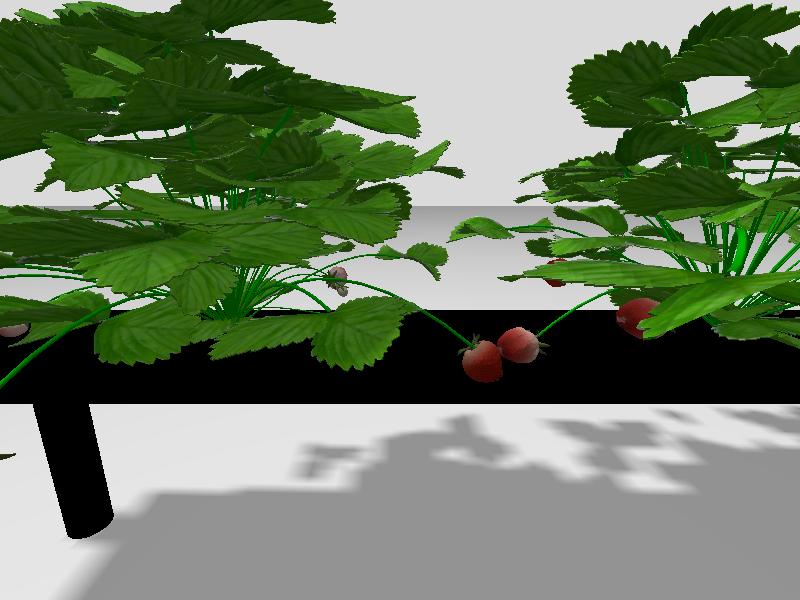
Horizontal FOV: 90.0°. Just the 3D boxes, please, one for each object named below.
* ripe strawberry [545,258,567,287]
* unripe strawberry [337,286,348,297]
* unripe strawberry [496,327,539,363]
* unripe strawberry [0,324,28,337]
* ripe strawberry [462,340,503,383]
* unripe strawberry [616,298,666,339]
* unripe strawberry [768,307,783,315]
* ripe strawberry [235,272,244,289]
[{"bbox_3d":[0.210,-0.038,0.541,0.034,0.039,0.037,-7,14,-24],"label":"ripe strawberry"},{"bbox_3d":[-0.070,-0.010,0.491,0.014,0.013,0.013,10,36,33],"label":"unripe strawberry"},{"bbox_3d":[0.086,0.034,0.296,0.028,0.027,0.030,-11,18,-17],"label":"unripe strawberry"},{"bbox_3d":[-0.342,0.024,0.353,0.022,0.019,0.022,-34,15,5],"label":"unripe strawberry"},{"bbox_3d":[0.058,0.043,0.274,0.028,0.028,0.026,-43,-6,28],"label":"ripe strawberry"},{"bbox_3d":[0.207,0.016,0.345,0.037,0.037,0.041,-4,16,-13],"label":"unripe strawberry"},{"bbox_3d":[0.391,0.010,0.417,0.013,0.011,0.013,24,1,-31],"label":"unripe strawberry"},{"bbox_3d":[-0.211,-0.023,0.510,0.029,0.026,0.027,-6,3,-20],"label":"ripe strawberry"}]
